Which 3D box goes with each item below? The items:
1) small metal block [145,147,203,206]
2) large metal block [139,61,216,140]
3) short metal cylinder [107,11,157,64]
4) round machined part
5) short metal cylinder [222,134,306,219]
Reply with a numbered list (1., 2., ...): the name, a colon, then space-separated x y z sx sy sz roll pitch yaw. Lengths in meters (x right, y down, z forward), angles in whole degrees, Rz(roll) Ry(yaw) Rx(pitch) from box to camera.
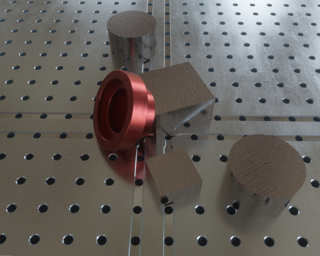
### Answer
1. small metal block: 0.015 0.056 0.361 0.050 0.025 0.050 -17 52 -14
2. large metal block: 0.018 -0.039 0.424 0.081 0.050 0.080 -16 52 -14
3. short metal cylinder: -0.046 -0.153 0.520 0.081 0.050 0.080 0 50 0
4. round machined part: -0.042 -0.021 0.387 0.042 0.097 0.098 7 42 -37
5. short metal cylinder: 0.113 0.053 0.348 0.081 0.050 0.080 0 50 0
